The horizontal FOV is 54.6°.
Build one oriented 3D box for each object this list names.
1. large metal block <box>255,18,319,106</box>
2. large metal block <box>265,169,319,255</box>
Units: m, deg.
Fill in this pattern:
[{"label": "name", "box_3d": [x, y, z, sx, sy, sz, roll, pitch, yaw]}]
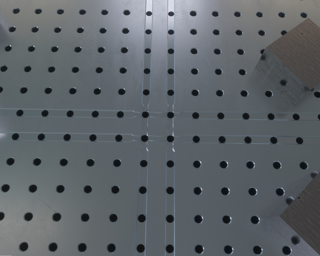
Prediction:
[{"label": "large metal block", "box_3d": [0.198, -0.092, 0.433, 0.080, 0.050, 0.080, -35, 74, -12]}, {"label": "large metal block", "box_3d": [0.187, 0.106, 0.361, 0.080, 0.050, 0.080, -41, 75, -14]}]
